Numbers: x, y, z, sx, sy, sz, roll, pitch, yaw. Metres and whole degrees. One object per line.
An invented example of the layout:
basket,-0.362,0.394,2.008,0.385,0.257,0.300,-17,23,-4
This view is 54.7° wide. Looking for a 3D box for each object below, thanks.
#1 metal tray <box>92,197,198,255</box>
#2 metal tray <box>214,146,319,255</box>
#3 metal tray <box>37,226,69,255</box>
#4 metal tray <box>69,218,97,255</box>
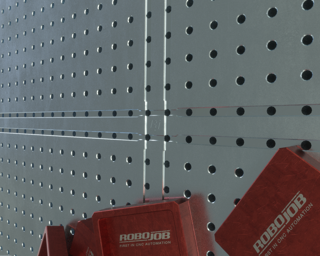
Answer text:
metal tray,-0.022,0.145,0.402,0.130,0.030,0.090,-14,81,24
metal tray,0.124,0.094,0.303,0.090,0.030,0.129,43,115,31
metal tray,-0.194,0.249,0.539,0.090,0.030,0.129,49,123,55
metal tray,-0.107,0.221,0.491,0.090,0.030,0.129,28,107,36
